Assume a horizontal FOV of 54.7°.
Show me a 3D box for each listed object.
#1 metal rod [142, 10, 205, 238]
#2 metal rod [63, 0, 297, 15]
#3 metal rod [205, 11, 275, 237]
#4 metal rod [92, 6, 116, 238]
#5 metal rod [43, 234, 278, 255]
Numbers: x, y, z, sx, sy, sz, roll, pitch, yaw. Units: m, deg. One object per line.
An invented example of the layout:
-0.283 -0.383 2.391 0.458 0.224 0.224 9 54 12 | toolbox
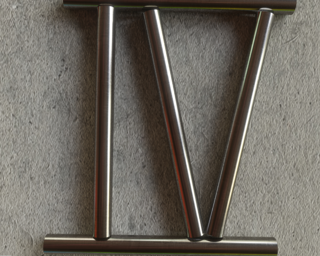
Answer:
0.018 -0.006 0.410 0.025 0.025 0.298 -11 90 0 | metal rod
0.026 -0.167 0.411 0.302 0.025 0.025 1 90 -1 | metal rod
0.106 -0.005 0.412 0.025 0.025 0.298 13 90 -1 | metal rod
-0.074 -0.008 0.409 0.025 0.025 0.298 1 90 -1 | metal rod
0.001 0.155 0.410 0.302 0.025 0.025 1 90 -1 | metal rod
